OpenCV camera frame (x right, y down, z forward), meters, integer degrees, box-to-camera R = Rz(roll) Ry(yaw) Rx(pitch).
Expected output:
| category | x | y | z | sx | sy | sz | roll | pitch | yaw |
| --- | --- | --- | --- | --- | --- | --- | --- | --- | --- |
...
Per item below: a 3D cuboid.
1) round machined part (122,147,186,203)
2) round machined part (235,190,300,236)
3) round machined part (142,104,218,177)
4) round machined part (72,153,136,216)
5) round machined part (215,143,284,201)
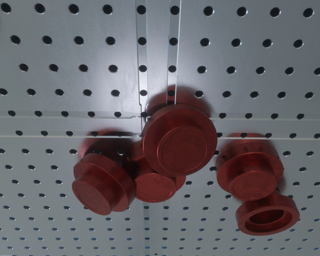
| category | x | y | z | sx | sy | sz | roll | pitch | yaw |
| --- | --- | --- | --- | --- | --- | --- | --- | --- | --- |
| round machined part | -0.010 | 0.075 | 0.464 | 0.099 | 0.042 | 0.097 | 0 | 130 | 0 |
| round machined part | 0.174 | 0.136 | 0.514 | 0.099 | 0.042 | 0.097 | -2 | 135 | -2 |
| round machined part | 0.027 | 0.021 | 0.399 | 0.099 | 0.042 | 0.097 | -3 | 112 | -8 |
| round machined part | -0.087 | 0.087 | 0.446 | 0.098 | 0.042 | 0.097 | 20 | 134 | 22 |
| round machined part | 0.134 | 0.072 | 0.462 | 0.099 | 0.042 | 0.097 | 0 | 130 | 0 |
